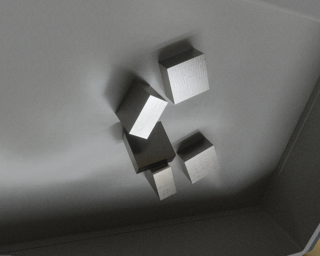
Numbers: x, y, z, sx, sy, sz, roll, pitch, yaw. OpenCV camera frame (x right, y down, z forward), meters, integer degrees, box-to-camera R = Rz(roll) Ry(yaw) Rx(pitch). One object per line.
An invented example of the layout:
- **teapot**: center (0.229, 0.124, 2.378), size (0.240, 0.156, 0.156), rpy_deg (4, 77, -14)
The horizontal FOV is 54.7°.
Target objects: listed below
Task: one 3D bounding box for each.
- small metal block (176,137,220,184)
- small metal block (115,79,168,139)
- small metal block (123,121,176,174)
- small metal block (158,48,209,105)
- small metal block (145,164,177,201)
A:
- **small metal block**: center (0.059, 0.049, 0.471), size (0.050, 0.025, 0.050), rpy_deg (-29, 128, -10)
- **small metal block**: center (-0.023, -0.023, 0.365), size (0.025, 0.050, 0.050), rpy_deg (19, 108, -36)
- **small metal block**: center (-0.014, 0.025, 0.396), size (0.050, 0.050, 0.025), rpy_deg (-17, 160, -19)
- **small metal block**: center (0.030, -0.065, 0.385), size (0.050, 0.025, 0.050), rpy_deg (-25, 128, -13)
- **small metal block**: center (-0.003, 0.062, 0.429), size (0.025, 0.050, 0.050), rpy_deg (-24, 127, -14)
